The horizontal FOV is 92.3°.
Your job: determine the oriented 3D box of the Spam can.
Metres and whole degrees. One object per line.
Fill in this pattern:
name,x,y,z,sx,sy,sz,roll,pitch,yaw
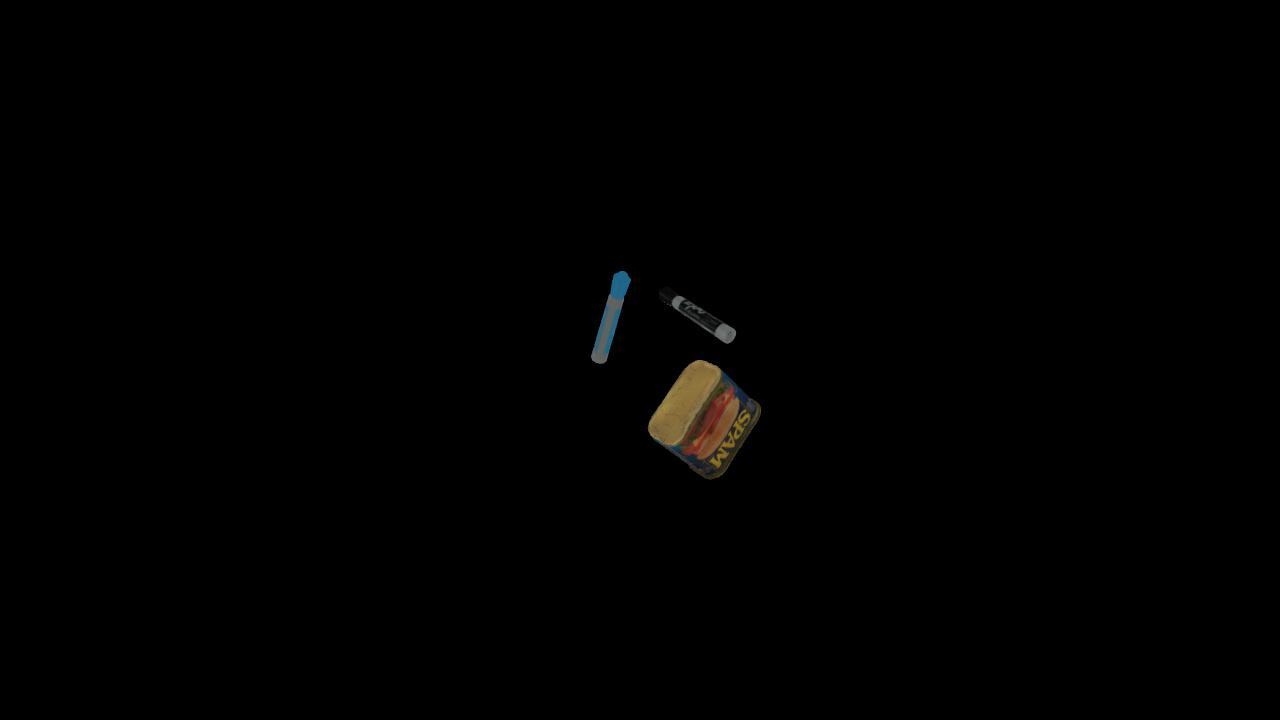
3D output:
Spam can,0.068,0.062,0.650,0.058,0.101,0.085,24,-13,49

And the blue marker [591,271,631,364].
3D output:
blue marker,-0.032,-0.045,0.670,0.020,0.121,0.020,11,40,-10

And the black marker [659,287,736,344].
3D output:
black marker,0.063,-0.055,0.717,0.020,0.020,0.121,0,29,-44
